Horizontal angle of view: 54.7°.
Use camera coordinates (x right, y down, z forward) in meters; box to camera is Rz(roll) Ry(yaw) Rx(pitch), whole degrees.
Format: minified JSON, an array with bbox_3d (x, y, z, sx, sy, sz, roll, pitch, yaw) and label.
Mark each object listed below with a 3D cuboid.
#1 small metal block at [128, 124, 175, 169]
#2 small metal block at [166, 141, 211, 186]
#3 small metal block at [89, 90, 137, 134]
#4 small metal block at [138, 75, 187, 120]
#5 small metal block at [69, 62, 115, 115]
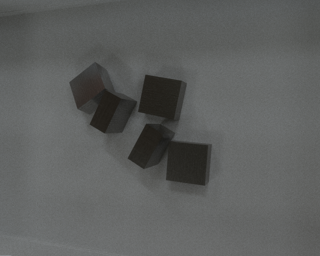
[{"bbox_3d":[-0.010,0.022,0.400,0.025,0.050,0.050,31,100,17],"label":"small metal block"},{"bbox_3d":[0.037,0.044,0.397,0.050,0.025,0.050,5,92,19],"label":"small metal block"},{"bbox_3d":[-0.062,-0.021,0.418,0.025,0.050,0.050,29,100,17],"label":"small metal block"},{"bbox_3d":[0.003,-0.040,0.409,0.050,0.025,0.050,13,94,19],"label":"small metal block"},{"bbox_3d":[-0.095,-0.055,0.435,0.050,0.025,0.050,-34,60,16],"label":"small metal block"}]
